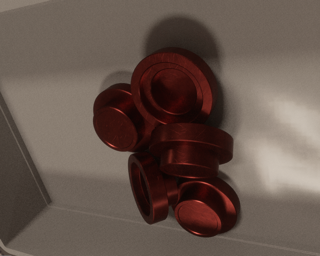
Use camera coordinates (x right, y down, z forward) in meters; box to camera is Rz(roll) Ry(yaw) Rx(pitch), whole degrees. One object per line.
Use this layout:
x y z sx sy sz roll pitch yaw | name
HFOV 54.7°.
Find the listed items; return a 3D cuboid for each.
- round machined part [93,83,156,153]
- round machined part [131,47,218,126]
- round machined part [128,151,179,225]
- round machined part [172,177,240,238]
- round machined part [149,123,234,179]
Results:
-0.050 -0.007 0.415 0.098 0.042 0.097 15 126 22 | round machined part
0.019 -0.046 0.358 0.098 0.042 0.097 13 124 20 | round machined part
-0.008 0.079 0.428 0.098 0.042 0.097 167 90 -70 | round machined part
0.059 0.115 0.436 0.098 0.042 0.097 13 124 20 | round machined part
0.036 0.032 0.365 0.099 0.042 0.098 6 159 3 | round machined part
